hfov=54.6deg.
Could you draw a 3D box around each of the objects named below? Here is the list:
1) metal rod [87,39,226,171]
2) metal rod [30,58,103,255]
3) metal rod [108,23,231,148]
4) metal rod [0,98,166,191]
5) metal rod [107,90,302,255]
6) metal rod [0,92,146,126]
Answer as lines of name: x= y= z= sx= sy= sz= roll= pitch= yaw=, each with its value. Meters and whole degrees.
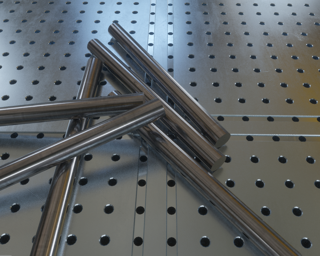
metal rod: x=-0.021 y=-0.048 z=0.448 sx=0.025 sy=0.025 sz=0.300 roll=-30 pitch=56 yaw=-23
metal rod: x=-0.109 y=0.013 z=0.396 sx=0.025 sy=0.025 sz=0.300 roll=2 pitch=50 yaw=1
metal rod: x=-0.001 y=-0.081 z=0.475 sx=0.025 sy=0.025 sz=0.300 roll=-26 pitch=55 yaw=-20
metal rod: x=-0.134 y=0.037 z=0.347 sx=0.301 sy=0.025 sz=0.025 roll=-24 pitch=54 yaw=-8
metal rod: x=0.031 y=0.044 z=0.370 sx=0.025 sy=0.025 sz=0.300 roll=-33 pitch=58 yaw=-25
metal rod: x=-0.169 y=-0.018 z=0.398 sx=0.301 sy=0.025 sz=0.025 roll=-5 pitch=50 yaw=5
